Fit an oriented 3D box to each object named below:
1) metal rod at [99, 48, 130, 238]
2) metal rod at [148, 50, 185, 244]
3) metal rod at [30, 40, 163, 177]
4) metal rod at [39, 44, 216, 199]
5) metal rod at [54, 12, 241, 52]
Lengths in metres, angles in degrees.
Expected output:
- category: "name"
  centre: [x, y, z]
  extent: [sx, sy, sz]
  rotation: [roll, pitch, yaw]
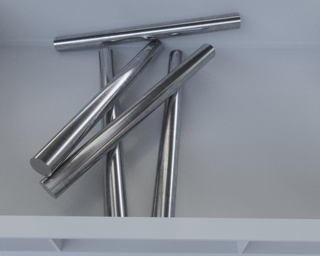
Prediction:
- category: "metal rod"
  centre: [-0.065, -0.007, 0.410]
  extent: [0.025, 0.025, 0.300]
  rotation: [-6, 50, -5]
- category: "metal rod"
  centre: [0.014, -0.003, 0.407]
  extent: [0.025, 0.025, 0.300]
  rotation: [4, 50, 3]
- category: "metal rod"
  centre: [-0.062, -0.050, 0.414]
  extent: [0.025, 0.025, 0.301]
  rotation: [17, 42, 14]
- category: "metal rod"
  centre: [-0.021, -0.026, 0.392]
  extent: [0.025, 0.025, 0.301]
  rotation: [32, 57, 23]
- category: "metal rod"
  centre: [-0.025, -0.154, 0.504]
  extent: [0.301, 0.025, 0.025]
  rotation: [-5, 50, 7]
